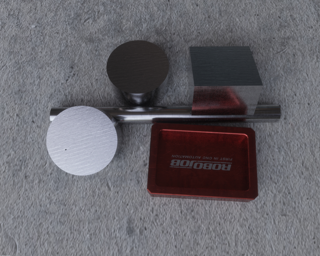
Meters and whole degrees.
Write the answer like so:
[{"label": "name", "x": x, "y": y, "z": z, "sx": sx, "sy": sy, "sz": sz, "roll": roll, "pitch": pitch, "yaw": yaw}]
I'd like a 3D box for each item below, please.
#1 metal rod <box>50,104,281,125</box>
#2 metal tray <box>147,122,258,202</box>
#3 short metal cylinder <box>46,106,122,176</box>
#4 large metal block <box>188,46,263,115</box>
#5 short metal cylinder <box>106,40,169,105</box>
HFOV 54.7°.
[{"label": "metal rod", "x": 0.008, "y": -0.018, "z": 0.417, "sx": 0.302, "sy": 0.025, "sz": 0.025, "roll": -1, "pitch": 70, "yaw": -1}, {"label": "metal tray", "x": 0.052, "y": 0.043, "z": 0.390, "sx": 0.131, "sy": 0.030, "sz": 0.090, "roll": 3, "pitch": 70, "yaw": 1}, {"label": "short metal cylinder", "x": -0.089, "y": 0.014, "z": 0.377, "sx": 0.081, "sy": 0.050, "sz": 0.079, "roll": 0, "pitch": 91, "yaw": -1}, {"label": "large metal block", "x": 0.080, "y": -0.063, "z": 0.406, "sx": 0.081, "sy": 0.050, "sz": 0.080, "roll": -1, "pitch": 49, "yaw": -1}, {"label": "short metal cylinder", "x": -0.029, "y": -0.071, "z": 0.422, "sx": 0.081, "sy": 0.050, "sz": 0.080, "roll": 0, "pitch": 69, "yaw": 0}]
